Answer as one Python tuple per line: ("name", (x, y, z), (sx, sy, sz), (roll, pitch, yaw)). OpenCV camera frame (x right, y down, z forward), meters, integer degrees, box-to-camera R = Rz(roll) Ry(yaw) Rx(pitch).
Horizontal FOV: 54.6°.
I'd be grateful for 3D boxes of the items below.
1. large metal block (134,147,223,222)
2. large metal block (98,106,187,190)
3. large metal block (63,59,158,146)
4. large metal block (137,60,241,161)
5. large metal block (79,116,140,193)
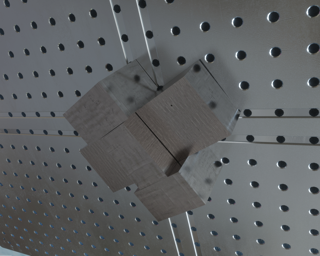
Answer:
("large metal block", (0.026, 0.066, 0.403), (0.080, 0.080, 0.050), (-32, 100, 37))
("large metal block", (-0.016, 0.017, 0.395), (0.050, 0.080, 0.080), (-32, 100, 38))
("large metal block", (-0.059, -0.032, 0.387), (0.080, 0.080, 0.050), (-32, 100, 38))
("large metal block", (0.033, -0.018, 0.366), (0.080, 0.050, 0.080), (-32, 103, 38))
("large metal block", (-0.055, 0.037, 0.449), (0.080, 0.050, 0.080), (-30, 102, 38))
